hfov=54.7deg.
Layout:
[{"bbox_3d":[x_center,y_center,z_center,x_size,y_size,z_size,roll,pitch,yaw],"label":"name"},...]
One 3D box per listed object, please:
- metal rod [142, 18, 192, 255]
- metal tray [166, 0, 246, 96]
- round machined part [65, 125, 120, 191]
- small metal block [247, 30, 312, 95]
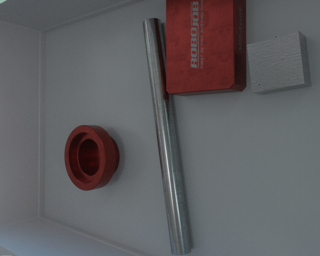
[{"bbox_3d":[0.008,0.006,0.398,0.025,0.025,0.298,-12,82,39],"label":"metal rod"},{"bbox_3d":[0.051,-0.105,0.360,0.090,0.030,0.129,0,90,39],"label":"metal tray"},{"bbox_3d":[-0.100,0.044,0.476,0.098,0.042,0.097,0,90,39],"label":"round machined part"},{"bbox_3d":[0.118,-0.063,0.308,0.050,0.025,0.050,-8,85,39],"label":"small metal block"}]
